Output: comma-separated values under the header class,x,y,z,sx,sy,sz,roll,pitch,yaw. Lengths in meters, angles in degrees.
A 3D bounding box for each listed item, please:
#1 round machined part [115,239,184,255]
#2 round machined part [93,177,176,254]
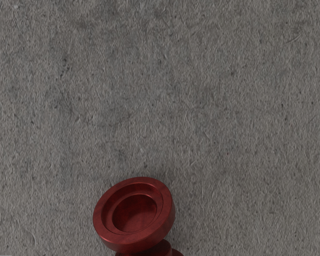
class,x,y,z,sx,sy,sz,roll,pitch,yaw
round machined part,-0.017,0.166,0.371,0.099,0.098,0.042,-9,96,0
round machined part,-0.029,0.110,0.383,0.099,0.098,0.042,-16,126,0
